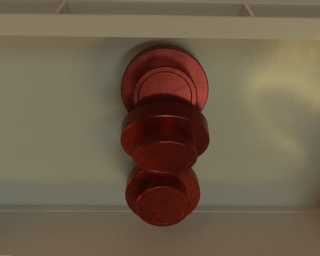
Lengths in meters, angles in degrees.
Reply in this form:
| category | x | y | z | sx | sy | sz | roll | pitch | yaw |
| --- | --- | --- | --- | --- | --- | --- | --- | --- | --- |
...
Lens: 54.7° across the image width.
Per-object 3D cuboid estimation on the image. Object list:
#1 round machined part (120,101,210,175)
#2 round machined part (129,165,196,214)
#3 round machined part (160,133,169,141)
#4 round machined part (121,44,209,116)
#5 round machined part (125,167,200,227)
| category | x | y | z | sx | sy | sz | roll | pitch | yaw |
| --- | --- | --- | --- | --- | --- | --- | --- | --- | --- |
| round machined part | 0.005 | 0.018 | 0.344 | 0.099 | 0.042 | 0.097 | 0 | 143 | 0 |
| round machined part | 0.004 | 0.096 | 0.460 | 0.099 | 0.042 | 0.098 | 0 | 145 | 0 |
| round machined part | 0.002 | 0.018 | 0.411 | 0.099 | 0.042 | 0.097 | 0 | 129 | 0 |
| round machined part | 0.005 | -0.041 | 0.347 | 0.099 | 0.042 | 0.097 | 0 | 114 | -1 |
| round machined part | 0.004 | 0.090 | 0.405 | 0.099 | 0.042 | 0.097 | 0 | 119 | 0 |
